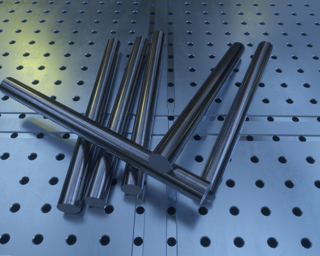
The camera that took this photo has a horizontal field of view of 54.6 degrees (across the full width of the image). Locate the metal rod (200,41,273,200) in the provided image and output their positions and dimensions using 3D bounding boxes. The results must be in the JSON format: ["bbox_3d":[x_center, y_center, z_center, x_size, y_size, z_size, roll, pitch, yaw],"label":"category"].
[{"bbox_3d":[0.113,-0.031,0.434,0.025,0.025,0.301,20,53,16],"label":"metal rod"}]

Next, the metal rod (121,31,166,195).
[{"bbox_3d":[-0.017,-0.045,0.445,0.025,0.025,0.300,4,50,4],"label":"metal rod"}]

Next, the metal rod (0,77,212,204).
[{"bbox_3d":[-0.079,0.005,0.369,0.300,0.025,0.025,26,55,20],"label":"metal rod"}]

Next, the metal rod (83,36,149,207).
[{"bbox_3d":[-0.052,-0.033,0.434,0.025,0.025,0.300,6,50,5],"label":"metal rod"}]

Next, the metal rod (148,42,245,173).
[{"bbox_3d":[0.065,-0.049,0.414,0.025,0.025,0.301,21,42,17],"label":"metal rod"}]

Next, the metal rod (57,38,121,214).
[{"bbox_3d":[-0.088,-0.028,0.430,0.025,0.025,0.300,3,50,3],"label":"metal rod"}]
